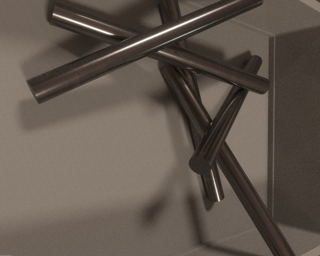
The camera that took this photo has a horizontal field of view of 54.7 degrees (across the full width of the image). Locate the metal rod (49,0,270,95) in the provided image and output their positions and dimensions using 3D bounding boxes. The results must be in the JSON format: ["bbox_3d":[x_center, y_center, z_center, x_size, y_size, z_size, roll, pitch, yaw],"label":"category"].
[{"bbox_3d":[0.021,-0.090,0.386,0.302,0.025,0.025,12,82,-27],"label":"metal rod"}]

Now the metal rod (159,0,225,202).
[{"bbox_3d":[0.050,-0.031,0.450,0.025,0.025,0.298,-25,106,-37],"label":"metal rod"}]

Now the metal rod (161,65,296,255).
[{"bbox_3d":[0.089,0.045,0.413,0.025,0.025,0.299,-29,86,-37],"label":"metal rod"}]

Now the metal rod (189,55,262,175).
[{"bbox_3d":[0.106,-0.039,0.443,0.301,0.025,0.025,-51,122,-47],"label":"metal rod"}]

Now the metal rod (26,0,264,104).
[{"bbox_3d":[0.003,-0.102,0.346,0.302,0.025,0.025,-29,109,-22],"label":"metal rod"}]
